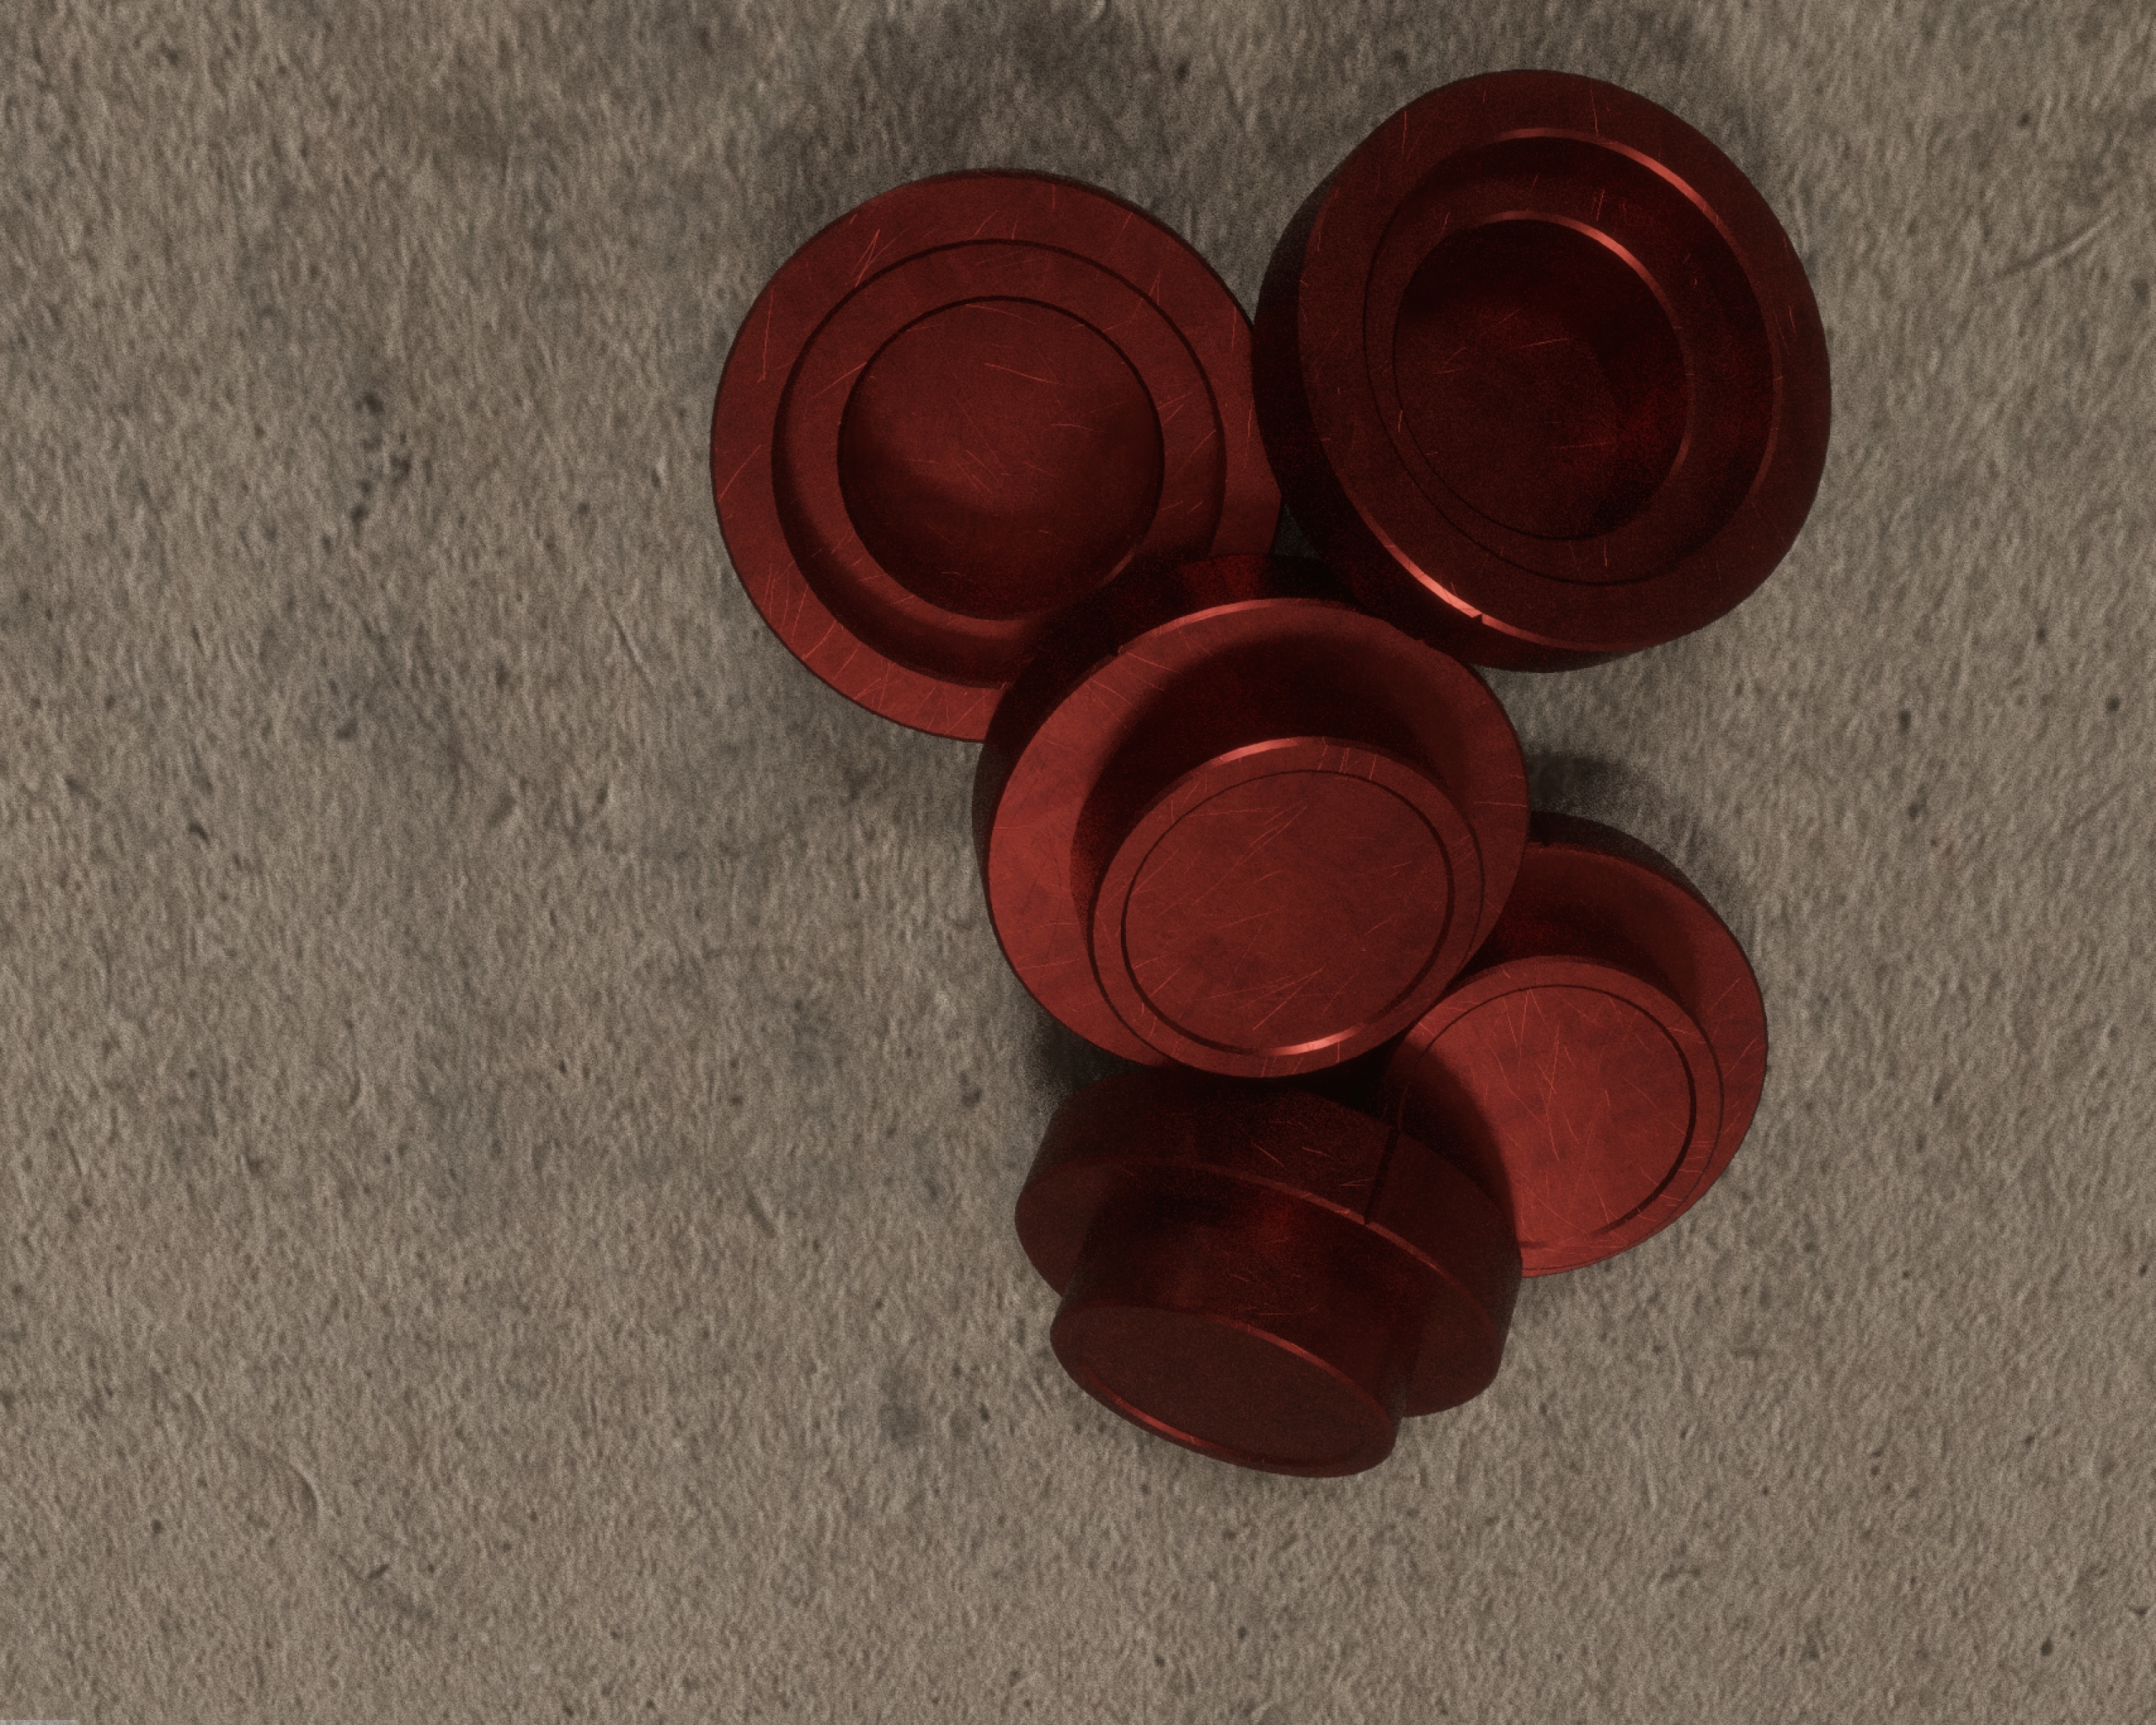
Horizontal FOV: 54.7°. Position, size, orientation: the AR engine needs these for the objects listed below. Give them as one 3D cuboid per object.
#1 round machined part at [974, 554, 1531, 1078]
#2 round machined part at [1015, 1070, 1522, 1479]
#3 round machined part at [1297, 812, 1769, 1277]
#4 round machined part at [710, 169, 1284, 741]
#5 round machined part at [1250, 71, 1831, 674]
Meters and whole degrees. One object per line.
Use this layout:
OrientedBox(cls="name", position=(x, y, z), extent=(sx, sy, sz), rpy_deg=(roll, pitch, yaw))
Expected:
OrientedBox(cls="round machined part", position=(0.032, -0.001, 0.367), extent=(0.099, 0.042, 0.097), rpy_deg=(-5, 121, -7))
OrientedBox(cls="round machined part", position=(0.033, 0.085, 0.407), extent=(0.098, 0.042, 0.097), rpy_deg=(16, 145, 11))
OrientedBox(cls="round machined part", position=(0.090, 0.042, 0.419), extent=(0.099, 0.042, 0.097), rpy_deg=(0, 110, -1))
OrientedBox(cls="round machined part", position=(-0.013, -0.074, 0.375), extent=(0.099, 0.042, 0.097), rpy_deg=(0, 110, -1))
OrientedBox(cls="round machined part", position=(0.075, -0.080, 0.359), extent=(0.099, 0.042, 0.097), rpy_deg=(2, 83, -18))
